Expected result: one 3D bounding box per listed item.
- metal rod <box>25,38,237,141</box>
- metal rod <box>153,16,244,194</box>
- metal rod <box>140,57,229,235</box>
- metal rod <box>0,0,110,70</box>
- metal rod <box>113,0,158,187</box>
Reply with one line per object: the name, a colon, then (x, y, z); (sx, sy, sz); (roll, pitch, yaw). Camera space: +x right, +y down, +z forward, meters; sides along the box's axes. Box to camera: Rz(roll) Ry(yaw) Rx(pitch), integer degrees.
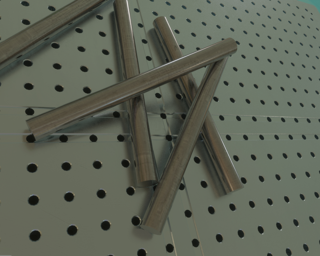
metal rod: (-0.017, -0.059, 0.396); (0.302, 0.025, 0.025); (-27, 77, -25)
metal rod: (0.050, -0.047, 0.465); (0.025, 0.025, 0.299); (-8, 66, -32)
metal rod: (0.045, -0.006, 0.413); (0.025, 0.025, 0.300); (31, 59, -9)
metal rod: (-0.141, -0.143, 0.420); (0.025, 0.025, 0.301); (39, 51, -3)
metal rod: (-0.038, -0.066, 0.429); (0.025, 0.025, 0.299); (4, 60, -27)
